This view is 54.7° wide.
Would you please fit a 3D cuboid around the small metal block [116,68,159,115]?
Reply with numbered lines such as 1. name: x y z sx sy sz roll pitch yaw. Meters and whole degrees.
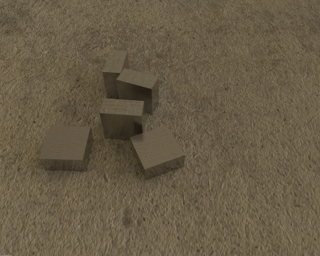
1. small metal block: -0.030 -0.050 0.429 0.050 0.050 0.025 17 52 13

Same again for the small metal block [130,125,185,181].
1. small metal block: -0.004 0.029 0.378 0.050 0.025 0.050 -18 52 -15

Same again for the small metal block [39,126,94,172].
1. small metal block: -0.113 0.025 0.381 0.050 0.025 0.050 2 50 1

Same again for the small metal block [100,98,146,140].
1. small metal block: -0.046 -0.010 0.395 0.050 0.050 0.025 4 50 3

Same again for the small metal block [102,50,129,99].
1. small metal block: -0.062 -0.078 0.452 0.025 0.050 0.050 5 50 4
